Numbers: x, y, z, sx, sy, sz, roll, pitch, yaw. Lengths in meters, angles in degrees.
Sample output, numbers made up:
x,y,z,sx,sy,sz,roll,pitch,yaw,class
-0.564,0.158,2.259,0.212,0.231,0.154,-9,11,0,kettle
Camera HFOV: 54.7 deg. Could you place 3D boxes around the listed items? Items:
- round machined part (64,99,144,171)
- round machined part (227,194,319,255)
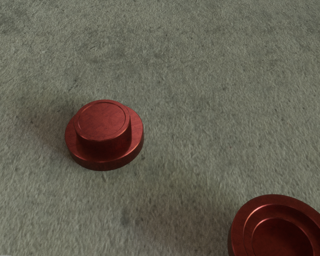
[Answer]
x,y,z,sx,sy,sz,roll,pitch,yaw,class
-0.070,0.002,0.390,0.099,0.042,0.098,0,50,0,round machined part
0.114,0.117,0.296,0.099,0.042,0.098,0,50,0,round machined part
